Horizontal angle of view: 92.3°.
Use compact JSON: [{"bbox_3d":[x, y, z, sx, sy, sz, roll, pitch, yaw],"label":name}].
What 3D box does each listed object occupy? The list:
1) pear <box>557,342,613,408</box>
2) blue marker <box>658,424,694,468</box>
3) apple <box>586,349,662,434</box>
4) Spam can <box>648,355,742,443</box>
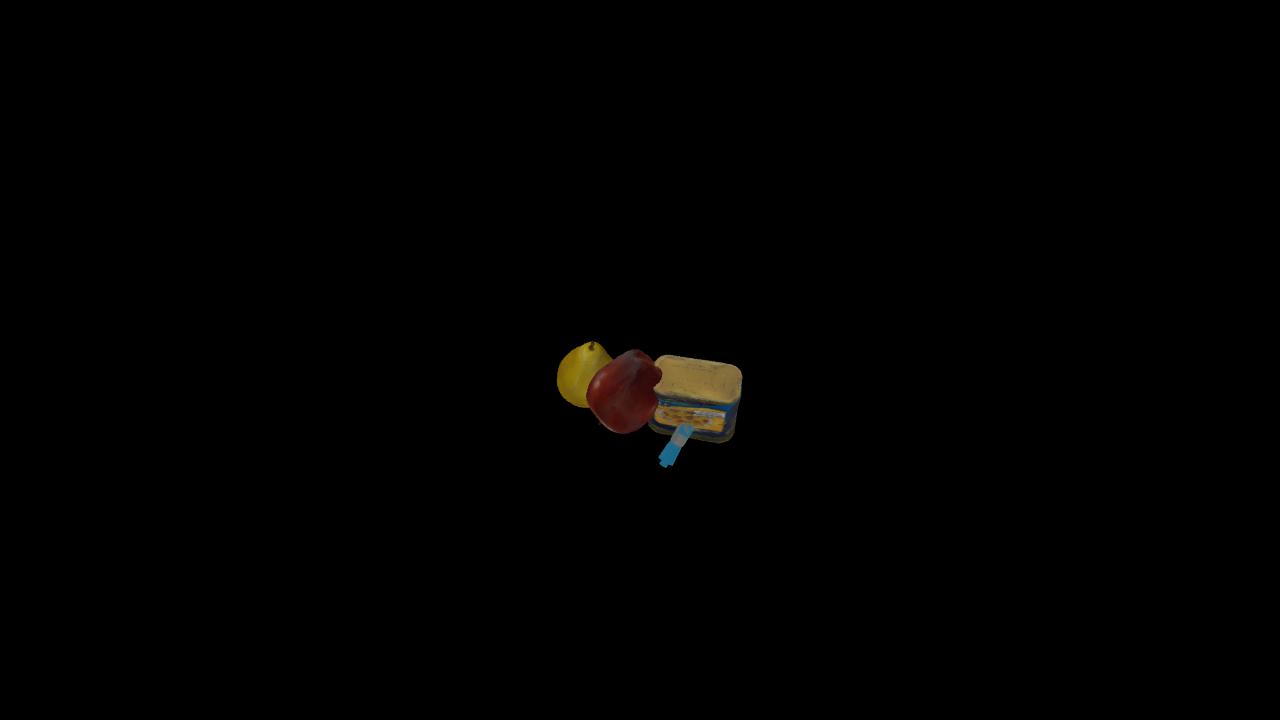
[{"bbox_3d":[-0.063,0.004,0.755,0.080,0.080,0.111,0,-44,-16],"label":"pear"},{"bbox_3d":[0.057,0.068,0.693,0.020,0.121,0.020,31,0,0],"label":"blue marker"},{"bbox_3d":[-0.015,0.036,0.674,0.079,0.093,0.079,40,10,-8],"label":"apple"},{"bbox_3d":[0.060,0.043,0.685,0.101,0.058,0.085,8,-34,7],"label":"Spam can"}]
